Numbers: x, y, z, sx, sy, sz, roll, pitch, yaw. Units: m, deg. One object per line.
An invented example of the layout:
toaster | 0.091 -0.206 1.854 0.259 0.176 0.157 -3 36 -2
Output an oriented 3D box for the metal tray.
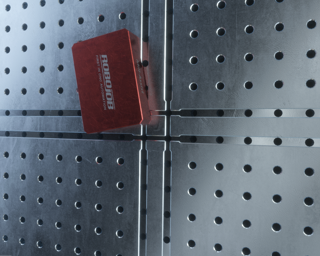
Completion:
metal tray | -0.069 -0.062 0.433 0.090 0.030 0.129 -10 87 19
